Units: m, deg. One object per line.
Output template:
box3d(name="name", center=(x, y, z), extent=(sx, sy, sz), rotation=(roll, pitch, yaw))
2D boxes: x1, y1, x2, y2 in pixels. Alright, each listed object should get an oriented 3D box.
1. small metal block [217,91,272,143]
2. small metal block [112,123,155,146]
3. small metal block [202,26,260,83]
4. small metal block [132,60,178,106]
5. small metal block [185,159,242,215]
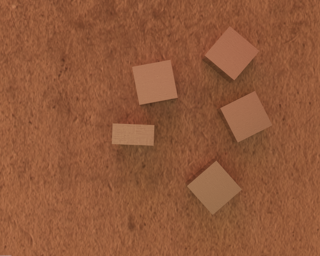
box3d(name="small metal block", center=(0.111, -0.015, 0.412), extent=(0.050, 0.025, 0.050), rotation=(-27, 90, -1))
box3d(name="small metal block", center=(-0.032, 0.008, 0.397), extent=(0.050, 0.050, 0.025), rotation=(2, 90, -1))
box3d(name="small metal block", center=(0.093, -0.096, 0.411), extent=(0.050, 0.025, 0.050), rotation=(40, 90, -1))
box3d(name="small metal block", center=(-0.007, -0.059, 0.410), extent=(0.050, 0.025, 0.050), rotation=(-11, 90, -1))
box3d(name="small metal block", center=(0.070, 0.077, 0.411), extent=(0.050, 0.025, 0.050), rotation=(-41, 91, 0))
